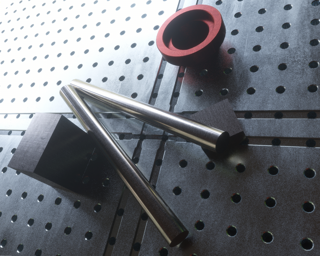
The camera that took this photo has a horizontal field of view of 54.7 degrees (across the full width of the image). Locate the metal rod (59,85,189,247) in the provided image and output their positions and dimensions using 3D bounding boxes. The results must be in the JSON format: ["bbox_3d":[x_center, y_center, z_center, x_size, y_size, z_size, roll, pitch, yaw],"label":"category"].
[{"bbox_3d":[-0.065,0.029,0.412,0.025,0.025,0.300,-43,55,-2],"label":"metal rod"}]

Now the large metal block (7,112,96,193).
[{"bbox_3d":[-0.143,0.034,0.425,0.050,0.080,0.080,6,65,30],"label":"large metal block"}]

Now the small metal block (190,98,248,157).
[{"bbox_3d":[0.069,0.000,0.371,0.050,0.025,0.050,-25,53,12],"label":"small metal block"}]

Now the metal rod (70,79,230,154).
[{"bbox_3d":[-0.038,-0.028,0.425,0.300,0.025,0.025,23,74,41],"label":"metal rod"}]

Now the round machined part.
[{"bbox_3d":[0.048,-0.128,0.450,0.098,0.042,0.098,-13,56,20],"label":"round machined part"}]
